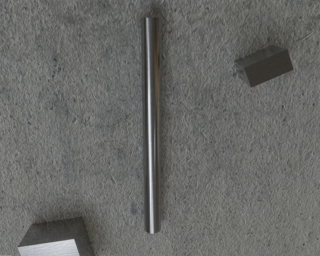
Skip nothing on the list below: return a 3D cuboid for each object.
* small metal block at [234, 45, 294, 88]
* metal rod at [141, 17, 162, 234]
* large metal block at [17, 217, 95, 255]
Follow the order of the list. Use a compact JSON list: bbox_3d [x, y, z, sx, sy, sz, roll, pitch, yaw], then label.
[{"bbox_3d":[0.122,-0.075,0.371,0.050,0.050,0.025,-23,109,8],"label":"small metal block"},{"bbox_3d":[-0.010,0.011,0.413,0.025,0.025,0.298,0,110,-1],"label":"metal rod"},{"bbox_3d":[-0.151,0.187,0.463,0.080,0.050,0.079,-9,110,3],"label":"large metal block"}]
